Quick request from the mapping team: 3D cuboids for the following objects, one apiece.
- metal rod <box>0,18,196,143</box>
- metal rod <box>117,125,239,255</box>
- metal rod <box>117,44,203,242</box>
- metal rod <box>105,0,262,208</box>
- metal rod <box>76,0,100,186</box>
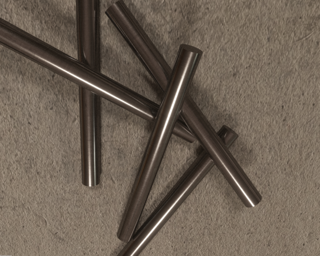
[{"bbox_3d":[-0.079,-0.056,0.361,0.301,0.025,0.025,27,108,-21],"label":"metal rod"},{"bbox_3d":[0.009,0.119,0.453,0.025,0.025,0.299,33,106,-12],"label":"metal rod"},{"bbox_3d":[-0.010,0.040,0.397,0.025,0.025,0.298,16,119,-6],"label":"metal rod"},{"bbox_3d":[0.035,-0.022,0.383,0.025,0.025,0.299,-35,100,11],"label":"metal rod"},{"bbox_3d":[-0.089,-0.064,0.385,0.025,0.025,0.298,3,110,-2],"label":"metal rod"}]
